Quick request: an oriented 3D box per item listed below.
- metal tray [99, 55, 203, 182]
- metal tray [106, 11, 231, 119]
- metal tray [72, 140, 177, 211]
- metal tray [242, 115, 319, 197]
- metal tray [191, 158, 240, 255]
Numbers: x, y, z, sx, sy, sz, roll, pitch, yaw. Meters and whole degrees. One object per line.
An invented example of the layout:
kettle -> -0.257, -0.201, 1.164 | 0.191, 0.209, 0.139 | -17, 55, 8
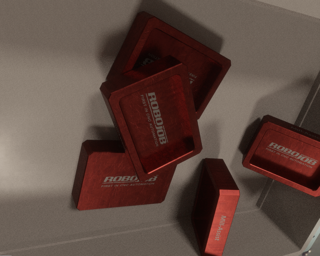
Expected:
metal tray -> -0.004, -0.007, 0.359 | 0.091, 0.030, 0.129 | -26, 128, -13
metal tray -> 0.014, -0.068, 0.372 | 0.131, 0.030, 0.090 | 18, 109, -36
metal tray -> -0.045, 0.063, 0.421 | 0.131, 0.030, 0.089 | 3, 117, -30
metal tray -> 0.209, 0.044, 0.493 | 0.130, 0.030, 0.089 | 23, 119, 7
metal tray -> 0.082, 0.124, 0.483 | 0.030, 0.090, 0.129 | 4, 116, -9
